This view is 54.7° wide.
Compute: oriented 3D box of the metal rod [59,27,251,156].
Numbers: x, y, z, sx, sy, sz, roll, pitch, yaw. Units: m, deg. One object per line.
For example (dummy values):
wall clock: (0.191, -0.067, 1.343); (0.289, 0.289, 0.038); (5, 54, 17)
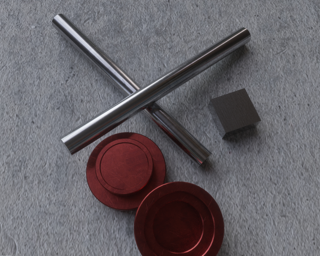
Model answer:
metal rod: (0.009, -0.058, 0.406); (0.302, 0.025, 0.025); (-34, 74, -21)

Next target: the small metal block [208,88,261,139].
small metal block: (0.099, -0.019, 0.416); (0.050, 0.025, 0.050); (-19, 71, -7)

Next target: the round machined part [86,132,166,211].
round machined part: (-0.042, 0.050, 0.380); (0.099, 0.042, 0.098); (0, 70, 0)

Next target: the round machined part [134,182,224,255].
round machined part: (0.020, 0.112, 0.354); (0.099, 0.042, 0.098); (1, 76, -5)

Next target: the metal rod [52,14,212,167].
metal rod: (-0.047, -0.060, 0.429); (0.025, 0.025, 0.300); (-43, 76, -14)
